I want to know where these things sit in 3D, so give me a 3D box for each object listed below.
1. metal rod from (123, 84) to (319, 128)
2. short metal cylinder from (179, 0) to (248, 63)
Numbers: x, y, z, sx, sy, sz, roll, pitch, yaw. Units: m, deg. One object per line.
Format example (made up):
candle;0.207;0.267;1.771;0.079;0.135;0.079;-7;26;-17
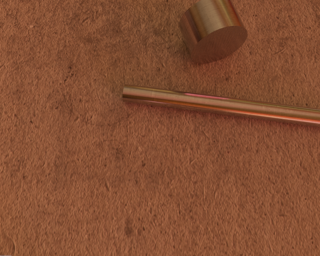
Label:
metal rod;0.101;-0.028;0.419;0.302;0.025;0.025;8;70;2
short metal cylinder;0.073;-0.134;0.429;0.081;0.080;0.050;-17;71;-6
